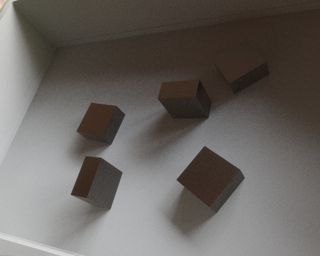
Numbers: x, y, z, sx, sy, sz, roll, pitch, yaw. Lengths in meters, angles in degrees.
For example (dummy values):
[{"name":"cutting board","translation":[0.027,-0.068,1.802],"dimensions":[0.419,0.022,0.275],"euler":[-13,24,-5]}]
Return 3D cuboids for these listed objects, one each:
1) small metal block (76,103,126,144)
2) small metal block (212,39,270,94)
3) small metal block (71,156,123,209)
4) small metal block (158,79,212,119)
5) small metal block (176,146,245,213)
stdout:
[{"name":"small metal block","translation":[-0.087,-0.007,0.456],"dimensions":[0.050,0.025,0.050],"euler":[9,66,32]},{"name":"small metal block","translation":[0.104,-0.079,0.400],"dimensions":[0.050,0.025,0.050],"euler":[-30,52,9]},{"name":"small metal block","translation":[-0.077,0.069,0.388],"dimensions":[0.025,0.050,0.050],"euler":[2,63,29]},{"name":"small metal block","translation":[0.033,-0.035,0.394],"dimensions":[0.050,0.050,0.025],"euler":[0,62,28]},{"name":"small metal block","translation":[0.056,0.056,0.342],"dimensions":[0.050,0.025,0.050],"euler":[-49,52,-7]}]
